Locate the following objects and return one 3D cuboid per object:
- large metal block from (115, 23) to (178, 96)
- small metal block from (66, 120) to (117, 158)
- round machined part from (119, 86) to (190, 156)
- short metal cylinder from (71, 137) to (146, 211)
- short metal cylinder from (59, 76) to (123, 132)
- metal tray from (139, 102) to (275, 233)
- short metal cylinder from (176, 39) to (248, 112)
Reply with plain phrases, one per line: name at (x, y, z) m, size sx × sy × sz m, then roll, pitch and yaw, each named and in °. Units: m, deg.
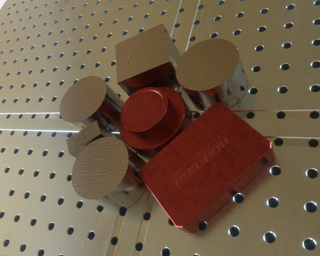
large metal block at (-0.017, -0.096, 0.461) m, size 0.080 × 0.050 × 0.080 m, roll -19°, pitch 54°, yaw 17°
small metal block at (-0.090, 0.023, 0.424) m, size 0.050 × 0.050 × 0.025 m, roll -33°, pitch 52°, yaw 7°
round machined part at (-0.013, -0.016, 0.413) m, size 0.098 × 0.042 × 0.098 m, roll -13°, pitch 56°, yaw 21°
short metal cylinder at (-0.062, 0.058, 0.389) m, size 0.080 × 0.050 × 0.080 m, roll -13°, pitch 56°, yaw 21°
short metal cylinder at (-0.101, -0.030, 0.463) m, size 0.080 × 0.050 × 0.080 m, roll -13°, pitch 56°, yaw 21°
metal tray at (0.050, 0.041, 0.352) m, size 0.130 × 0.030 × 0.090 m, roll -42°, pitch 51°, yaw -1°
short metal cylinder at (0.067, -0.067, 0.397) m, size 0.080 × 0.050 × 0.080 m, roll -13°, pitch 56°, yaw 21°
